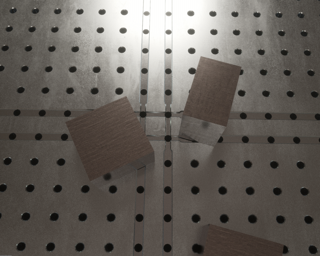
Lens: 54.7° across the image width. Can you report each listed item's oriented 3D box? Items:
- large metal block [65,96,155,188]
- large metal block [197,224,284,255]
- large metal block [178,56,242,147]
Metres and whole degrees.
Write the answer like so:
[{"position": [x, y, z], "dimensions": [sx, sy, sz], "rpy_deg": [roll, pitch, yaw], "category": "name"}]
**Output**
[{"position": [-0.061, 0.018, 0.391], "dimensions": [0.080, 0.050, 0.080], "rpy_deg": [-25, 72, -9], "category": "large metal block"}, {"position": [0.082, 0.158, 0.342], "dimensions": [0.080, 0.050, 0.080], "rpy_deg": [15, 71, 5], "category": "large metal block"}, {"position": [0.061, -0.031, 0.394], "dimensions": [0.050, 0.080, 0.080], "rpy_deg": [16, 71, 5], "category": "large metal block"}]
